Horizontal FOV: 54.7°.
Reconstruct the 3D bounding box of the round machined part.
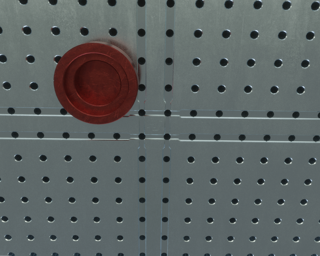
[{"bbox_3d":[-0.075,-0.057,0.382,0.099,0.042,0.097,0,110,-1],"label":"round machined part"}]
